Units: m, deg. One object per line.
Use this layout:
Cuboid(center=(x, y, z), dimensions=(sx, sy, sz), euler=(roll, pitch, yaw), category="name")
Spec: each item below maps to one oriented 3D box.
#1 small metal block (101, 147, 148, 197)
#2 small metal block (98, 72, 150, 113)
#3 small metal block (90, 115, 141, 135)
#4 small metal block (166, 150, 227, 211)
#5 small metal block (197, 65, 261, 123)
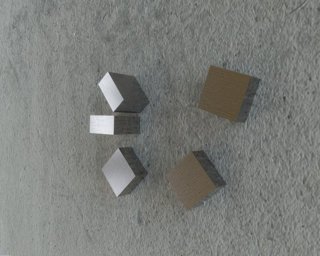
Cuboid(center=(-0.052, 0.063, 0.448), dimensions=(0.050, 0.025, 0.050), euler=(-50, 61, 28), category="small metal block")
Cuboid(center=(-0.049, -0.048, 0.429), dimensions=(0.025, 0.050, 0.050), euler=(-45, 63, 31), category="small metal block")
Cuboid(center=(-0.064, -0.005, 0.441), dimensions=(0.050, 0.050, 0.025), euler=(3, 92, 40), category="small metal block")
Cuboid(center=(0.042, 0.062, 0.370), dimensions=(0.050, 0.025, 0.050), euler=(-47, 62, 29), category="small metal block")
Cuboid(center=(0.075, -0.038, 0.343), dimensions=(0.050, 0.025, 0.050), euler=(26, 106, 37), category="small metal block")
